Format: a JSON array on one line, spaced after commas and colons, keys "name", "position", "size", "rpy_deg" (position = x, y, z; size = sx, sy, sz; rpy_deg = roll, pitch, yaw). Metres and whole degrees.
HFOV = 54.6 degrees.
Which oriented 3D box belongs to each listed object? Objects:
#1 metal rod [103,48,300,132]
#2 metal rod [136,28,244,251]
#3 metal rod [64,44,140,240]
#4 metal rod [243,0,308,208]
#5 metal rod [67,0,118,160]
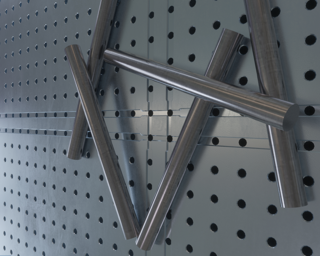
[{"name": "metal rod", "position": [0.018, -0.059, 0.368], "size": [0.300, 0.025, 0.025], "rpy_deg": [29, 108, 45]}, {"name": "metal rod", "position": [0.030, 0.027, 0.385], "size": [0.025, 0.025, 0.298], "rpy_deg": [33, 111, 35]}, {"name": "metal rod", "position": [-0.087, 0.015, 0.463], "size": [0.025, 0.025, 0.299], "rpy_deg": [-26, 80, 37]}, {"name": "metal rod", "position": [0.110, -0.072, 0.319], "size": [0.025, 0.025, 0.299], "rpy_deg": [-13, 82, 39]}, {"name": "metal rod", "position": [-0.108, -0.090, 0.499], "size": [0.025, 0.025, 0.298], "rpy_deg": [26, 106, 37]}]
